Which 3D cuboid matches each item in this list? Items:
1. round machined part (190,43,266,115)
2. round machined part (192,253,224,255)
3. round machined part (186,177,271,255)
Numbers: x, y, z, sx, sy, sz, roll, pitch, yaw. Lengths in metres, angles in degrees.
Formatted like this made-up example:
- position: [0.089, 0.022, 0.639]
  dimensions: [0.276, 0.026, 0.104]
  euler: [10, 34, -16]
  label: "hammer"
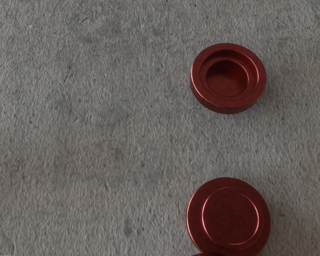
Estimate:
- position: [0.090, -0.063, 0.423]
  dimensions: [0.099, 0.042, 0.098]
  euler: [0, 70, -1]
  label: "round machined part"
- position: [0.052, 0.183, 0.327]
  dimensions: [0.099, 0.042, 0.097]
  euler: [0, 80, 3]
  label: "round machined part"
- position: [0.081, 0.106, 0.361]
  dimensions: [0.099, 0.042, 0.098]
  euler: [0, 70, -1]
  label: "round machined part"
